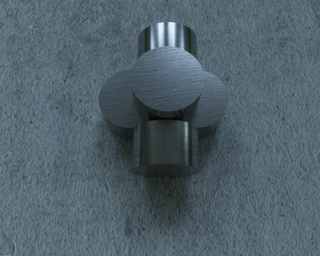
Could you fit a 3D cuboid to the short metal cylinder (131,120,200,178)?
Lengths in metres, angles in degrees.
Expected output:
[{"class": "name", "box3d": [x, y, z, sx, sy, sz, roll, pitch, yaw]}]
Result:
[{"class": "short metal cylinder", "box3d": [0.007, 0.028, 0.371, 0.081, 0.080, 0.050, 0, 70, 0]}]

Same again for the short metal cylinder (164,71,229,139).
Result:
[{"class": "short metal cylinder", "box3d": [0.045, -0.030, 0.407, 0.081, 0.050, 0.080, 0, 70, 0]}]

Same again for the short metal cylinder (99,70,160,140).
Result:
[{"class": "short metal cylinder", "box3d": [-0.035, -0.029, 0.406, 0.081, 0.050, 0.080, 0, 70, 0]}]

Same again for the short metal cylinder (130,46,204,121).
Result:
[{"class": "short metal cylinder", "box3d": [0.008, -0.046, 0.359, 0.081, 0.050, 0.080, 0, 70, 0]}]

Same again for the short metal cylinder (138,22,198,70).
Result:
[{"class": "short metal cylinder", "box3d": [0.010, -0.095, 0.416, 0.081, 0.080, 0.050, 0, 70, -1]}]
